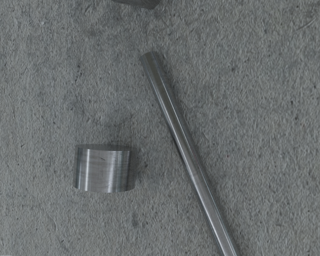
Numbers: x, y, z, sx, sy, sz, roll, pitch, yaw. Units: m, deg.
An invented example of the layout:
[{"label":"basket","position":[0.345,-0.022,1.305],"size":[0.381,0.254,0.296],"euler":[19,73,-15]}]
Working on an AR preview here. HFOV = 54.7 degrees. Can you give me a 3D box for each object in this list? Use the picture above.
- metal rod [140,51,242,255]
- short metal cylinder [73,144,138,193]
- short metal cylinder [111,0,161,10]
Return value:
[{"label":"metal rod","position":[0.040,0.041,0.394],"size":[0.025,0.025,0.299],"euler":[-24,82,18]},{"label":"short metal cylinder","position":[-0.071,0.050,0.405],"size":[0.080,0.080,0.050],"euler":[5,92,20]},{"label":"short metal cylinder","position":[-0.029,-0.196,0.390],"size":[0.050,0.080,0.080],"euler":[20,97,19]}]
